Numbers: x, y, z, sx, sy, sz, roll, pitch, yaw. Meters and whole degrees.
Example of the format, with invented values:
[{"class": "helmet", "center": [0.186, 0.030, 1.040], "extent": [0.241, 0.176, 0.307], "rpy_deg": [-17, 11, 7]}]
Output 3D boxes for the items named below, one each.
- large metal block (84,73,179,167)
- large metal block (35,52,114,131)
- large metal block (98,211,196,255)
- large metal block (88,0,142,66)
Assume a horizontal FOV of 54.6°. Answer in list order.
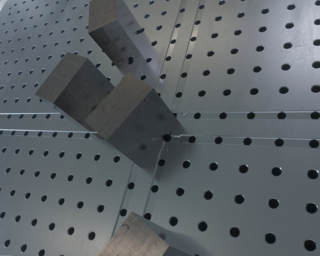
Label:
[{"class": "large metal block", "center": [-0.033, -0.009, 0.397], "extent": [0.080, 0.080, 0.050], "rpy_deg": [-49, 51, -6]}, {"class": "large metal block", "center": [-0.125, -0.055, 0.474], "extent": [0.050, 0.080, 0.080], "rpy_deg": [23, 74, 36]}, {"class": "large metal block", "center": [-0.017, 0.138, 0.298], "extent": [0.050, 0.080, 0.080], "rpy_deg": [31, 79, 38]}, {"class": "large metal block", "center": [-0.073, -0.165, 0.514], "extent": [0.050, 0.080, 0.080], "rpy_deg": [-19, 54, 17]}]
